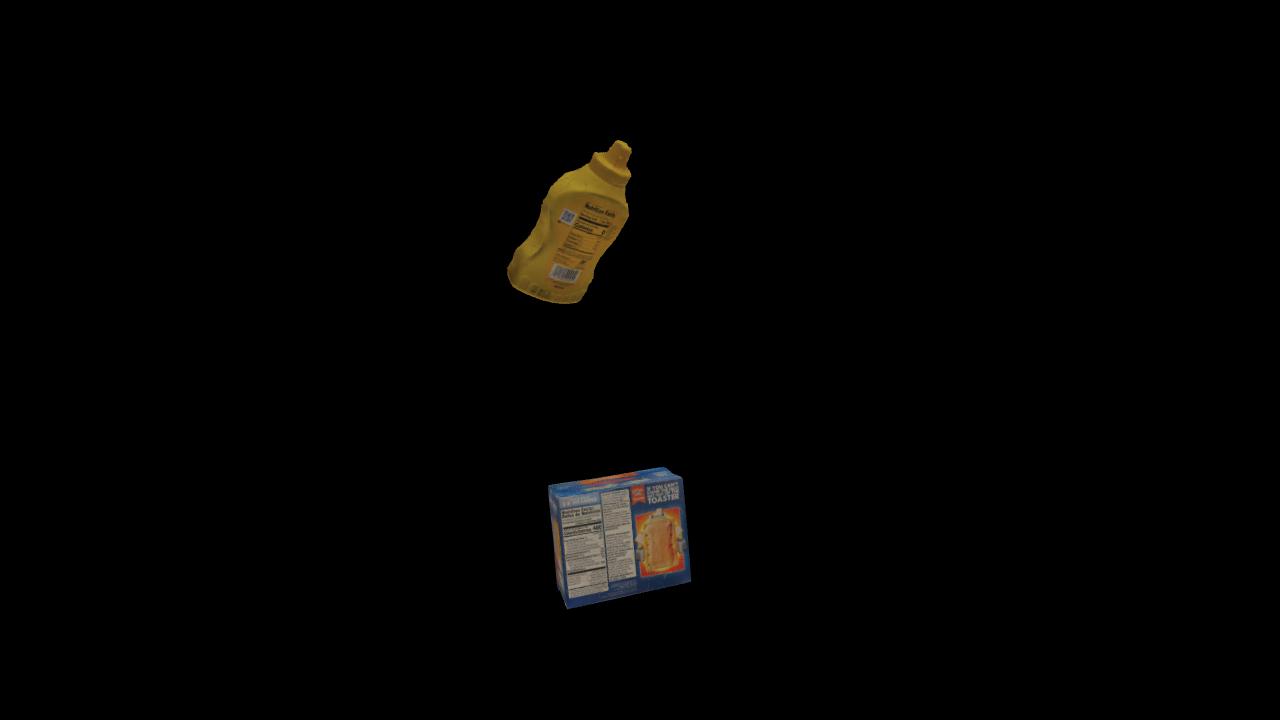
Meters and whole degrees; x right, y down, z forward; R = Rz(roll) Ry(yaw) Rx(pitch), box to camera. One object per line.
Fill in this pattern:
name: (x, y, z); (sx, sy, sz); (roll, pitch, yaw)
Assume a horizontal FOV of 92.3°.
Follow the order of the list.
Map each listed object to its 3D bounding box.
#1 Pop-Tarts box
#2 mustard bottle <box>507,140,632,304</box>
Pop-Tarts box: (-0.028, 0.227, 0.806); (0.167, 0.141, 0.083); (-6, 3, -19)
mustard bottle: (-0.061, -0.143, 0.635); (0.092, 0.184, 0.054); (14, 36, -33)
